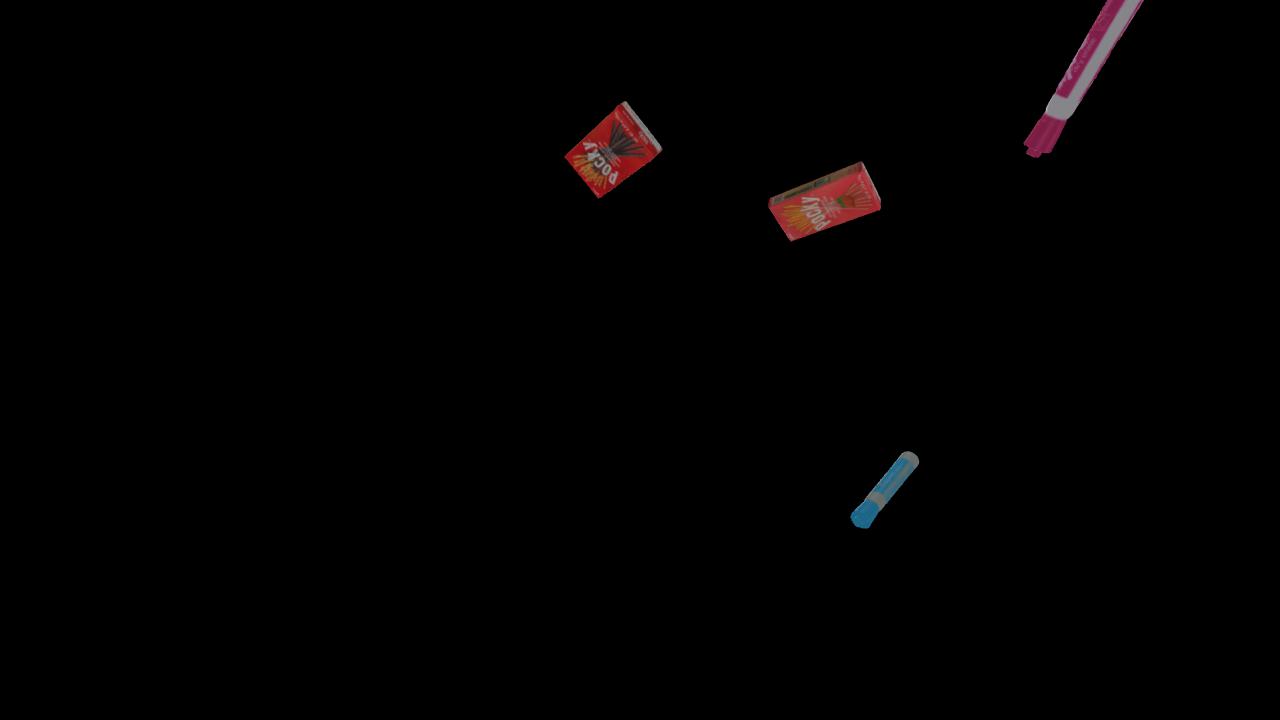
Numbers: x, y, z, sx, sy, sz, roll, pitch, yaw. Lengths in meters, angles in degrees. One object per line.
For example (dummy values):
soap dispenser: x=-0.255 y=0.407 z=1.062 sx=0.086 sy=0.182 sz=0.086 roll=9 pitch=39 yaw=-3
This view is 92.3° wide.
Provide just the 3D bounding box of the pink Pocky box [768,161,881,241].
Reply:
pink Pocky box: x=0.292 y=-0.248 z=0.979 sx=0.155 sy=0.029 sz=0.084 roll=-15 pitch=-44 yaw=35

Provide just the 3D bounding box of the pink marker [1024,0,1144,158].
pink marker: x=0.292 y=-0.192 z=0.403 sx=0.020 sy=0.121 sz=0.020 roll=7 pitch=41 yaw=-6

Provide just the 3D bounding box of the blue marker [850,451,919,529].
blue marker: x=0.236 y=0.124 z=0.592 sx=0.020 sy=0.020 sz=0.121 roll=0 pitch=22 yaw=46

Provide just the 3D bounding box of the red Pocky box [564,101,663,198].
red Pocky box: x=-0.041 y=-0.295 z=0.880 sx=0.155 sy=0.083 sz=0.028 roll=-16 pitch=32 yaw=56
